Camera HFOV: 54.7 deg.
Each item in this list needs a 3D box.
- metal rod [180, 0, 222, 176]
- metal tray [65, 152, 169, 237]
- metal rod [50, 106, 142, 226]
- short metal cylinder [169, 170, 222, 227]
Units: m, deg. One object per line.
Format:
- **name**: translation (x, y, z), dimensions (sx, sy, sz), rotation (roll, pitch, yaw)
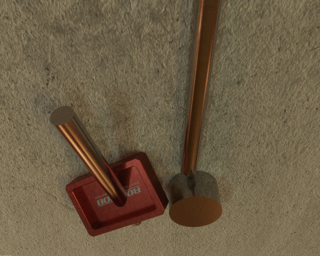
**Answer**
- **metal rod**: translation (0.046, -0.051, 0.364), dimensions (0.025, 0.025, 0.298), rotation (1, 130, -1)
- **metal tray**: translation (-0.064, 0.100, 0.461), dimensions (0.130, 0.030, 0.090), rotation (-23, 97, 17)
- **metal rod**: translation (-0.070, 0.074, 0.426), dimensions (0.025, 0.025, 0.299), rotation (-9, 143, 7)
- **short metal cylinder**: translation (0.054, 0.112, 0.487), dimensions (0.081, 0.050, 0.079), rotation (0, 130, 0)
